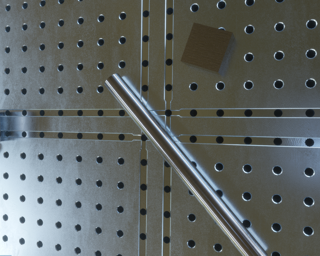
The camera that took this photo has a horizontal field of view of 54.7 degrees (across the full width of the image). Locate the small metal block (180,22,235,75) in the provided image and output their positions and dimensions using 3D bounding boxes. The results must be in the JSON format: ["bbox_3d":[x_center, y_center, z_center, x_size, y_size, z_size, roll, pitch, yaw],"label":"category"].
[{"bbox_3d":[0.060,-0.099,0.391,0.050,0.025,0.050,21,97,18],"label":"small metal block"}]

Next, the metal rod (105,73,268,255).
[{"bbox_3d":[0.026,0.045,0.402,0.025,0.025,0.300,-43,77,15],"label":"metal rod"}]
